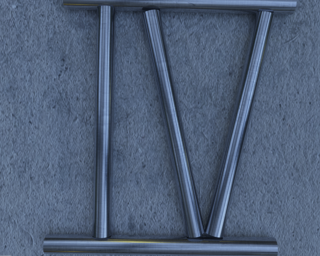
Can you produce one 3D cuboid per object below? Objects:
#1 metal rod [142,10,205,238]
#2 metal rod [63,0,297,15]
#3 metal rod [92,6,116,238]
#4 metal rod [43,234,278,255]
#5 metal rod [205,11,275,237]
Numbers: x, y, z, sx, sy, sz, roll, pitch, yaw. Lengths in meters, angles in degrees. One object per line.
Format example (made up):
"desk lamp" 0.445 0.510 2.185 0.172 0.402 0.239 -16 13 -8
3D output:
"metal rod" 0.018 -0.006 0.410 0.025 0.025 0.298 -11 90 0
"metal rod" 0.026 -0.167 0.411 0.302 0.025 0.025 1 90 -1
"metal rod" -0.074 -0.008 0.409 0.025 0.025 0.298 1 90 -1
"metal rod" 0.001 0.155 0.410 0.302 0.025 0.025 1 90 -1
"metal rod" 0.106 -0.005 0.412 0.025 0.025 0.298 13 90 -1
